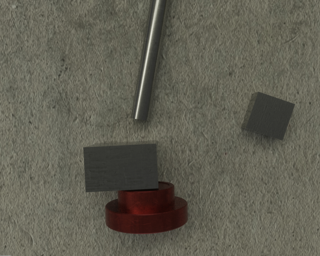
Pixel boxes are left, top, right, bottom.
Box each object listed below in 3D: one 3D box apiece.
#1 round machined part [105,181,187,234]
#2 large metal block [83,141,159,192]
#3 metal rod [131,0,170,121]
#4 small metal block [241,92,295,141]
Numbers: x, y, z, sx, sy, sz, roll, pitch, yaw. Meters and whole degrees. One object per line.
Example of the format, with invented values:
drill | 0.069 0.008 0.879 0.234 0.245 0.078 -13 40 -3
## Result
round machined part | -0.016 0.090 0.374 0.099 0.098 0.042 -2 90 -1
large metal block | -0.043 0.044 0.382 0.081 0.080 0.050 -3 90 -1
metal rod | -0.002 -0.158 0.409 0.025 0.025 0.298 9 90 -1
small metal block | 0.143 -0.015 0.412 0.050 0.025 0.050 19 90 -1
